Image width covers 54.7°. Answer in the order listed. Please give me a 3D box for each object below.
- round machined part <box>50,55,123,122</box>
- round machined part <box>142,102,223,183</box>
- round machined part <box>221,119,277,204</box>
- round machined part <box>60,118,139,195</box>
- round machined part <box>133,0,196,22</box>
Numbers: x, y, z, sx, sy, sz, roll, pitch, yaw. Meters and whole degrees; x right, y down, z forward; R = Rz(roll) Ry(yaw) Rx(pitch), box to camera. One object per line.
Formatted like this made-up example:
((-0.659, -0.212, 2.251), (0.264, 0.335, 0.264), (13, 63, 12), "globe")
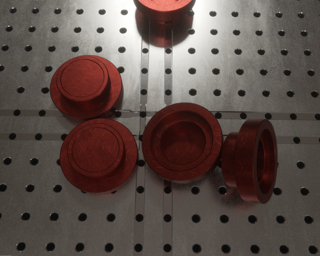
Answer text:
((-0.101, -0.059, 0.423), (0.099, 0.042, 0.098), (0, 70, -1), "round machined part")
((0.031, 0.021, 0.387), (0.098, 0.042, 0.098), (-5, 69, 14), "round machined part")
((0.106, 0.038, 0.369), (0.042, 0.098, 0.098), (0, 66, 35), "round machined part")
((-0.077, 0.032, 0.390), (0.099, 0.042, 0.098), (0, 70, -1), "round machined part")
((0.007, -0.205, 0.478), (0.099, 0.042, 0.098), (0, 70, -1), "round machined part")
